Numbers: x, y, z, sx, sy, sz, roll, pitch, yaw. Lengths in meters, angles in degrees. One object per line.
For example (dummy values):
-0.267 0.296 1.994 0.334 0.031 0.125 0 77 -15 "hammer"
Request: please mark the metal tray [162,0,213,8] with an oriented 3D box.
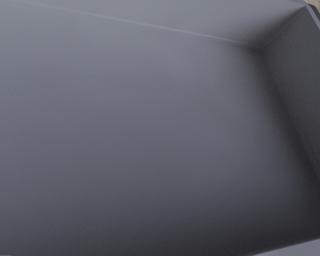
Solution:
0.036 -0.285 0.600 0.131 0.030 0.090 -4 64 -30 "metal tray"
